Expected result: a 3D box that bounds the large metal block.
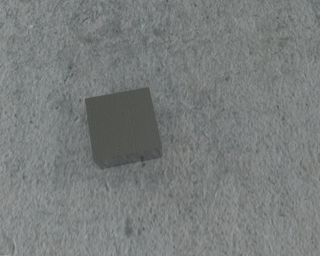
[{"bbox_3d":[-0.045,0.001,0.394,0.081,0.050,0.080,-11,71,-4],"label":"large metal block"}]
